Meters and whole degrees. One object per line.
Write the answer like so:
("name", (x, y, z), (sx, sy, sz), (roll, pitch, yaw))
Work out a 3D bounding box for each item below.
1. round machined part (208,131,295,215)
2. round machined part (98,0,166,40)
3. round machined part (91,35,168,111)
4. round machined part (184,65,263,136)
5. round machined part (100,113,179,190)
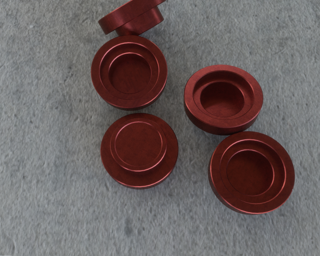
("round machined part", (0.108, 0.056, 0.380), (0.099, 0.042, 0.098), (0, 70, -1))
("round machined part", (-0.034, -0.155, 0.436), (0.098, 0.098, 0.042), (-34, 110, -12))
("round machined part", (-0.039, -0.071, 0.417), (0.099, 0.042, 0.097), (0, 83, 0))
("round machined part", (0.080, -0.033, 0.406), (0.099, 0.042, 0.098), (-1, 60, 2))
("round machined part", (-0.026, 0.025, 0.390), (0.099, 0.042, 0.098), (0, 70, -1))
